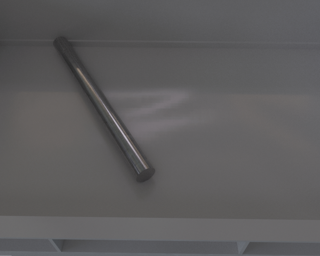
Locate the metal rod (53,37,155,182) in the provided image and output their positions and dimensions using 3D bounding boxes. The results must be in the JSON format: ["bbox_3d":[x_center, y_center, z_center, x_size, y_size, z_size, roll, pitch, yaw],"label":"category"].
[{"bbox_3d":[-0.092,-0.044,0.442,0.025,0.025,0.300,-24,54,-19],"label":"metal rod"}]
